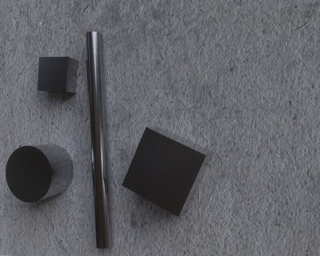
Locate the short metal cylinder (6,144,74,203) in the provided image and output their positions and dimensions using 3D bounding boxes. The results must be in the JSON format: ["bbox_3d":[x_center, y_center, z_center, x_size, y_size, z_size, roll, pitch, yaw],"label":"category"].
[{"bbox_3d":[-0.176,0.064,0.456,0.080,0.050,0.079,0,90,19],"label":"short metal cylinder"}]

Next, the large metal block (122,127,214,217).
[{"bbox_3d":[0.011,0.051,0.391,0.080,0.050,0.080,25,98,18],"label":"large metal block"}]

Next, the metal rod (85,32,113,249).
[{"bbox_3d":[-0.086,0.016,0.437,0.025,0.025,0.298,-3,89,19],"label":"metal rod"}]

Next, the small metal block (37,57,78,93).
[{"bbox_3d":[-0.152,-0.079,0.461,0.050,0.025,0.050,4,91,19],"label":"small metal block"}]
